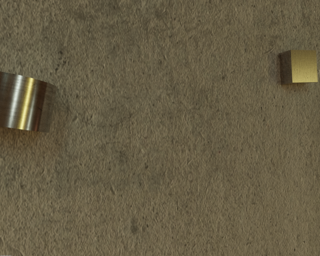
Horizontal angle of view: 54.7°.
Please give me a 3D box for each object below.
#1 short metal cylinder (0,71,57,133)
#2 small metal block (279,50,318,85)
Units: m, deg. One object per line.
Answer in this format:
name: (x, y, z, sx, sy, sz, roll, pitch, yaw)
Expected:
short metal cylinder: (-0.154, -0.026, 0.323, 0.081, 0.080, 0.050, 10, 87, -20)
small metal block: (0.219, -0.096, 0.490, 0.050, 0.025, 0.050, -4, 92, -20)
